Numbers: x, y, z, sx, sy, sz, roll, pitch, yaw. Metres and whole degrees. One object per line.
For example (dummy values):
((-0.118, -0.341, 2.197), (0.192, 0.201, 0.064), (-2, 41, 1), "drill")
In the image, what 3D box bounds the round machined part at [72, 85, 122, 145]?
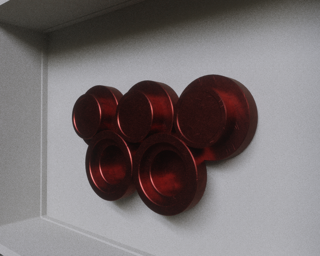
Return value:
((-0.097, -0.017, 0.472), (0.098, 0.042, 0.097), (-1, 88, 39), "round machined part")

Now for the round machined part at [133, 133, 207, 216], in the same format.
((0.016, 0.054, 0.380), (0.098, 0.042, 0.097), (0, 90, 40), "round machined part")

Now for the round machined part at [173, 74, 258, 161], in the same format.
((0.054, -0.011, 0.348), (0.098, 0.042, 0.097), (-1, 89, 40), "round machined part")

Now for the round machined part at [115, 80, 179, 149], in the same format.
((-0.021, -0.015, 0.411), (0.098, 0.042, 0.097), (-1, 89, 40), "round machined part")

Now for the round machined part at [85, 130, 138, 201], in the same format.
((-0.060, 0.052, 0.443), (0.098, 0.042, 0.097), (0, 90, 40), "round machined part")
